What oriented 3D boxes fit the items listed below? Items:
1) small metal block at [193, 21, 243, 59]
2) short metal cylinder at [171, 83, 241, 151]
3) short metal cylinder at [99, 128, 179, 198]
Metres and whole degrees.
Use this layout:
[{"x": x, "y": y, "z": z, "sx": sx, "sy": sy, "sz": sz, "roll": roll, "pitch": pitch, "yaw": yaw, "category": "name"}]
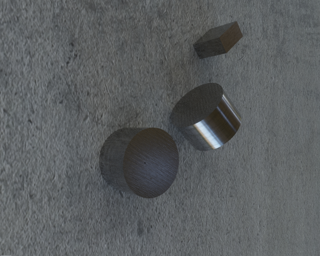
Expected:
[{"x": 0.086, "y": -0.130, "z": 0.460, "sx": 0.050, "sy": 0.050, "sz": 0.025, "roll": -46, "pitch": 118, "yaw": -30, "category": "small metal block"}, {"x": 0.062, "y": -0.015, "z": 0.421, "sx": 0.050, "sy": 0.080, "sz": 0.080, "roll": 48, "pitch": 62, "yaw": -30, "category": "short metal cylinder"}, {"x": -0.024, "y": 0.039, "z": 0.369, "sx": 0.081, "sy": 0.050, "sz": 0.079, "roll": 0, "pitch": 90, "yaw": -40, "category": "short metal cylinder"}]
